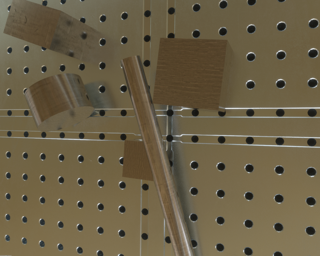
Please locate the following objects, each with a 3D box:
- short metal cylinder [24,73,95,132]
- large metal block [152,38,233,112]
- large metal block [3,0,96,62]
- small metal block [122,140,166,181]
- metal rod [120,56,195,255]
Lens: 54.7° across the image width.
[{"bbox_3d":[-0.139,-0.034,0.432,0.080,0.080,0.050,-27,81,18],"label":"short metal cylinder"},{"bbox_3d":[0.042,-0.064,0.385,0.080,0.050,0.079,8,93,19],"label":"large metal block"},{"bbox_3d":[-0.153,-0.137,0.437,0.080,0.080,0.050,22,98,18],"label":"large metal block"},{"bbox_3d":[-0.021,0.043,0.420,0.050,0.025,0.050,5,92,20],"label":"small metal block"},{"bbox_3d":[0.003,0.059,0.388,0.025,0.025,0.298,-14,94,19],"label":"metal rod"}]
